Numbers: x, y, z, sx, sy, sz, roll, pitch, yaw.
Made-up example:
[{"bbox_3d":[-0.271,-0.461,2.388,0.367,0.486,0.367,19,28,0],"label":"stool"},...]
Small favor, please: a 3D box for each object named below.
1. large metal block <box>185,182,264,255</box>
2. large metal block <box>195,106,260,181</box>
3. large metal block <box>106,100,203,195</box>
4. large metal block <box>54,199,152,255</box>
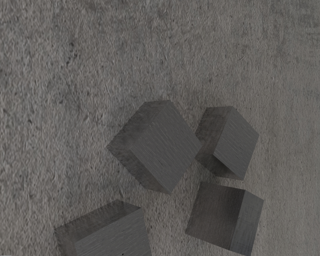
[{"bbox_3d":[0.092,0.129,0.447,0.050,0.080,0.080,31,71,-36],"label":"large metal block"},{"bbox_3d":[0.098,0.023,0.470,0.080,0.050,0.080,40,66,-33],"label":"large metal block"},{"bbox_3d":[-0.004,0.023,0.385,0.080,0.050,0.080,-53,121,-27],"label":"large metal block"},{"bbox_3d":[-0.059,0.136,0.340,0.081,0.050,0.079,-19,102,-38],"label":"large metal block"}]
